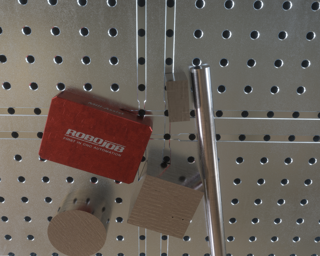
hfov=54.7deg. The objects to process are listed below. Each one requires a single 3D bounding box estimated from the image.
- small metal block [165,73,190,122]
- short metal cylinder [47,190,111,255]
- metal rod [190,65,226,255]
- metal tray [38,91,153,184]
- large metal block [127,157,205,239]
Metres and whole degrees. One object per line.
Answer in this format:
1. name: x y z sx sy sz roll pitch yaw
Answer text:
1. small metal block: 0.021 -0.040 0.386 0.025 0.050 0.050 -5 110 1
2. short metal cylinder: -0.114 0.138 0.449 0.081 0.050 0.079 0 110 -1
3. metal rod: 0.071 0.062 0.437 0.025 0.025 0.298 -8 110 2
4. metal tray: -0.085 0.014 0.415 0.131 0.030 0.089 18 109 -7
5. large metal block: 0.007 0.098 0.437 0.080 0.050 0.079 19 109 -7
